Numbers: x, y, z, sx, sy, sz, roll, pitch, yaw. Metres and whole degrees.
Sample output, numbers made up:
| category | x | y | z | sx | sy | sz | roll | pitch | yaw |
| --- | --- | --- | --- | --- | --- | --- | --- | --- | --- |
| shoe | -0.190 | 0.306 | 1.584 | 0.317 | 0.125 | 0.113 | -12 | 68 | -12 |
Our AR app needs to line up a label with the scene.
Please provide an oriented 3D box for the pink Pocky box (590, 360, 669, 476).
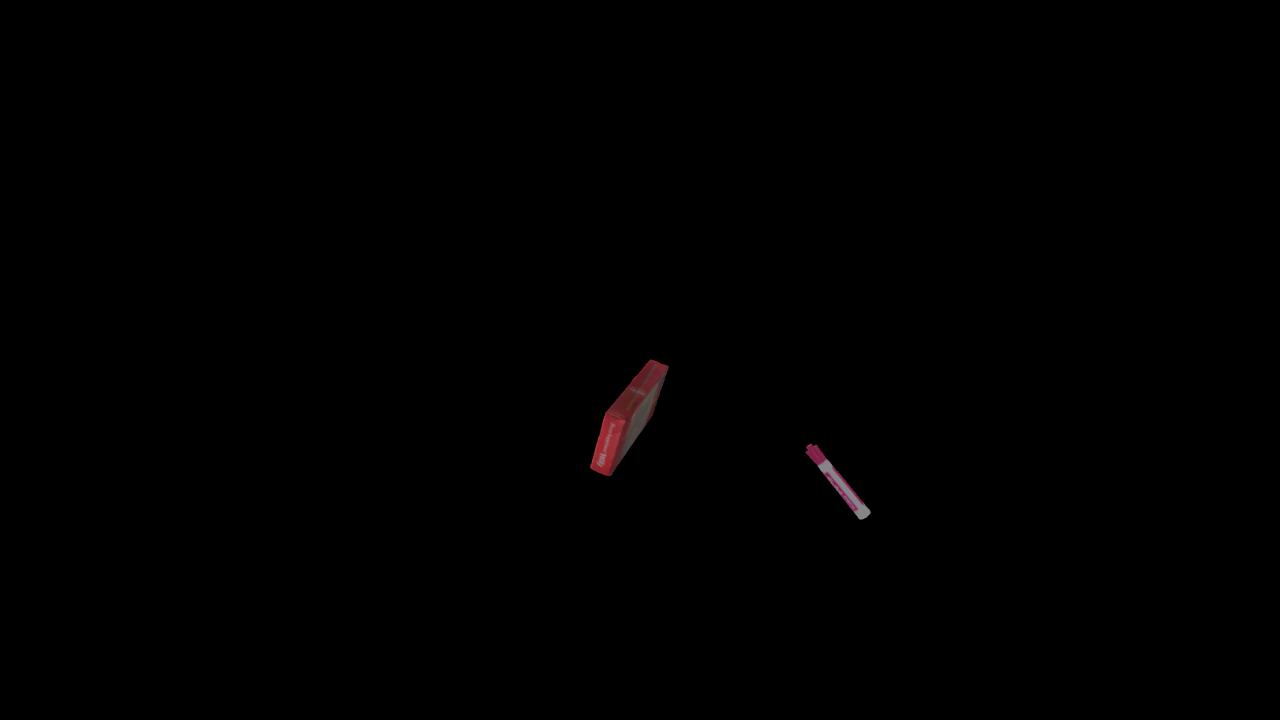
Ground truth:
| category | x | y | z | sx | sy | sz | roll | pitch | yaw |
| --- | --- | --- | --- | --- | --- | --- | --- | --- | --- |
| pink Pocky box | -0.011 | 0.067 | 0.756 | 0.029 | 0.084 | 0.155 | 23 | 30 | 11 |

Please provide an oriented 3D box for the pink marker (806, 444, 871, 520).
| category | x | y | z | sx | sy | sz | roll | pitch | yaw |
| --- | --- | --- | --- | --- | --- | --- | --- | --- | --- |
| pink marker | 0.269 | 0.165 | 0.841 | 0.020 | 0.121 | 0.020 | -38 | -4 | -3 |
